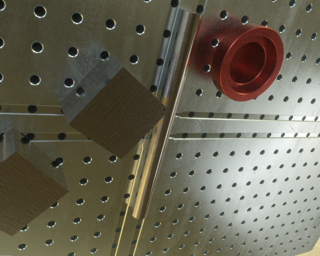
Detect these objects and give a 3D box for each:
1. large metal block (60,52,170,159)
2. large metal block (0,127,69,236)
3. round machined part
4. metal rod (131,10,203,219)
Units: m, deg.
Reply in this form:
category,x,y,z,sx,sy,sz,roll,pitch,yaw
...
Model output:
category,x,y,z,sx,sy,sz,roll,pitch,yaw
large metal block,-0.051,-0.024,0.352,0.080,0.050,0.080,-46,129,4
large metal block,-0.164,0.060,0.343,0.080,0.050,0.080,-38,129,-2
round machined part,0.108,-0.087,0.405,0.099,0.042,0.097,-14,124,-21
metal rod,0.003,0.000,0.412,0.025,0.025,0.298,0,118,-29
